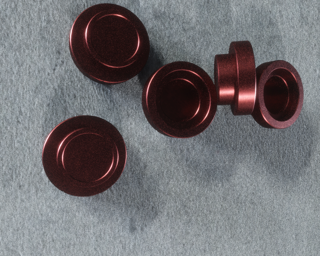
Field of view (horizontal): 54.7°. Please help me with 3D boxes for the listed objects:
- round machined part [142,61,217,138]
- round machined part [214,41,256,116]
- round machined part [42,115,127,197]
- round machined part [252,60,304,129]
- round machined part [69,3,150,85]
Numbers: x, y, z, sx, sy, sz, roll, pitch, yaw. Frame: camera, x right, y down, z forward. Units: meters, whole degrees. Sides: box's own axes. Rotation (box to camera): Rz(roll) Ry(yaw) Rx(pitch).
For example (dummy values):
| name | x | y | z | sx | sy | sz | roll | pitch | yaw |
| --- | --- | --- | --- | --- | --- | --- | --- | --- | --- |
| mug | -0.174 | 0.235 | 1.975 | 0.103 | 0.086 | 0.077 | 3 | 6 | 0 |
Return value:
| name | x | y | z | sx | sy | sz | roll | pitch | yaw |
| --- | --- | --- | --- | --- | --- | --- | --- | --- | --- |
| round machined part | 0.023 | -0.036 | 0.409 | 0.099 | 0.042 | 0.097 | 0 | 90 | -20 |
| round machined part | 0.096 | -0.065 | 0.413 | 0.042 | 0.098 | 0.097 | -3 | 91 | 6 |
| round machined part | -0.088 | 0.033 | 0.368 | 0.099 | 0.042 | 0.097 | 0 | 90 | -21 |
| round machined part | 0.162 | -0.048 | 0.456 | 0.099 | 0.042 | 0.097 | -1 | 92 | -31 |
| round machined part | -0.059 | -0.104 | 0.379 | 0.099 | 0.042 | 0.097 | 0 | 90 | -21 |
